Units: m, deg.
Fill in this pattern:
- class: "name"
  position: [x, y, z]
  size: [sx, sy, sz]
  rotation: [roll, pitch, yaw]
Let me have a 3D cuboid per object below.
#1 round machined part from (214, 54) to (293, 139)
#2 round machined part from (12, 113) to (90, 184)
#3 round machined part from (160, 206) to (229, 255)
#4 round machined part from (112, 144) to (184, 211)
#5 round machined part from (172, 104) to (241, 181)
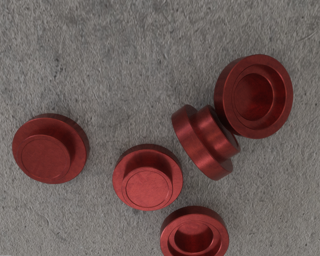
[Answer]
- class: "round machined part"
  position: [0.108, -0.037, 0.375]
  size: [0.099, 0.042, 0.097]
  rotation: [-2, 96, -21]
- class: "round machined part"
  position: [-0.147, 0.033, 0.411]
  size: [0.099, 0.042, 0.097]
  rotation: [0, 110, 0]
- class: "round machined part"
  position: [0.049, 0.156, 0.458]
  size: [0.099, 0.042, 0.097]
  rotation: [0, 110, 0]
- class: "round machined part"
  position: [-0.017, 0.074, 0.428]
  size: [0.099, 0.042, 0.097]
  rotation: [0, 110, 0]
- class: "round machined part"
  position: [0.061, 0.011, 0.373]
  size: [0.042, 0.098, 0.098]
  rotation: [-36, 107, 18]
